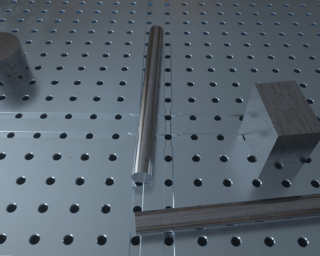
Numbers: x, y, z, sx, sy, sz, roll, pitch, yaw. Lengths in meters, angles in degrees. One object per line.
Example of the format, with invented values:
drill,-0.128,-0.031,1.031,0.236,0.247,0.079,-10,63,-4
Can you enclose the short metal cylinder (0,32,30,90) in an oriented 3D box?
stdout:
short metal cylinder,-0.248,-0.103,0.475,0.081,0.050,0.080,0,50,0

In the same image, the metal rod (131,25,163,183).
metal rod,-0.014,-0.057,0.455,0.025,0.025,0.300,2,50,1

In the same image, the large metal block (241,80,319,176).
large metal block,0.141,0.001,0.373,0.050,0.080,0.080,-5,50,-4

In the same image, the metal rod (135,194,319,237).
metal rod,0.125,0.088,0.334,0.302,0.025,0.025,-5,50,-5
